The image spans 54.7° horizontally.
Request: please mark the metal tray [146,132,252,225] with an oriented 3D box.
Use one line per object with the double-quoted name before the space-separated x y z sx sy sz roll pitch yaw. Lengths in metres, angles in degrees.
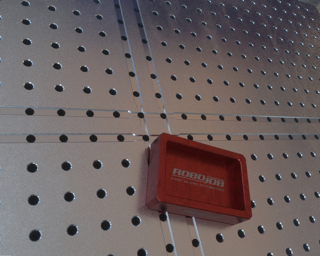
"metal tray" 0.051 0.065 0.394 0.131 0.030 0.090 16 55 -20
